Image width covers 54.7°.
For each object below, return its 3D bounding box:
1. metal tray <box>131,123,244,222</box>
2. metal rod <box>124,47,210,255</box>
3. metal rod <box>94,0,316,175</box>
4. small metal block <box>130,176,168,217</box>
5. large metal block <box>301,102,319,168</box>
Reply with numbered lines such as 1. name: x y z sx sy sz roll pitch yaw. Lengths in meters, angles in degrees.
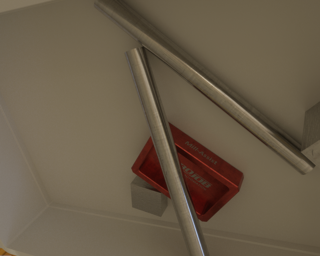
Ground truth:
1. metal tray: 0.034 0.061 0.423 0.130 0.030 0.089 35 129 4
2. metal rod: 0.015 0.050 0.380 0.025 0.025 0.298 -12 99 33
3. metal rod: 0.050 -0.052 0.349 0.300 0.025 0.025 39 129 1
4. small metal block: -0.016 0.104 0.480 0.050 0.025 0.050 13 124 20
5. large metal block: 0.179 -0.004 0.276 0.050 0.080 0.080 42 129 -1
